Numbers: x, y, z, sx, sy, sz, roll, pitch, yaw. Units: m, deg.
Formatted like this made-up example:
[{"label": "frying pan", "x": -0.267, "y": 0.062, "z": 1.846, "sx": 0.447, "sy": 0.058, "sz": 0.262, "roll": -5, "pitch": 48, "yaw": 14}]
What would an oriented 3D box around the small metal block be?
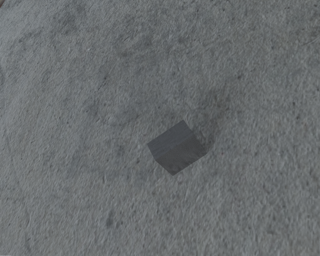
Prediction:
[{"label": "small metal block", "x": 0.021, "y": 0.024, "z": 0.363, "sx": 0.050, "sy": 0.050, "sz": 0.025, "roll": -34, "pitch": 51, "yaw": 6}]
